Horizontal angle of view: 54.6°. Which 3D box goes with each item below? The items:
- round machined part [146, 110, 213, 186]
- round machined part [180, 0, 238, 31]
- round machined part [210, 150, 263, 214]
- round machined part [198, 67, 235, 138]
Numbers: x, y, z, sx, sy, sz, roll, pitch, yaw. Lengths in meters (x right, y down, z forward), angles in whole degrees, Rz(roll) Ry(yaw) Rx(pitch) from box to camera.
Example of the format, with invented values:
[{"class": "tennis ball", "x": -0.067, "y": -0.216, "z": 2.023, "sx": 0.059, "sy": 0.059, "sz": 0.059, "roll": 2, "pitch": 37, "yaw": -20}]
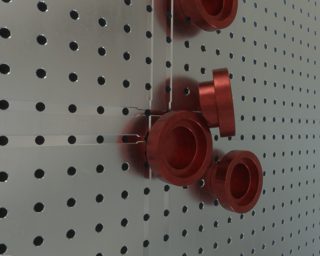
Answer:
[{"class": "round machined part", "x": 0.021, "y": 0.025, "z": 0.413, "sx": 0.099, "sy": 0.042, "sz": 0.097, "roll": -2, "pitch": 93, "yaw": -38}, {"class": "round machined part", "x": 0.067, "y": -0.190, "z": 0.452, "sx": 0.099, "sy": 0.042, "sz": 0.097, "roll": 0, "pitch": 90, "yaw": -40}, {"class": "round machined part", "x": 0.119, "y": 0.084, "z": 0.497, "sx": 0.099, "sy": 0.042, "sz": 0.097, "roll": 0, "pitch": 90, "yaw": -40}, {"class": "round machined part", "x": 0.080, "y": -0.034, "z": 0.443, "sx": 0.098, "sy": 0.042, "sz": 0.097, "roll": -8, "pitch": 91, "yaw": -79}]
